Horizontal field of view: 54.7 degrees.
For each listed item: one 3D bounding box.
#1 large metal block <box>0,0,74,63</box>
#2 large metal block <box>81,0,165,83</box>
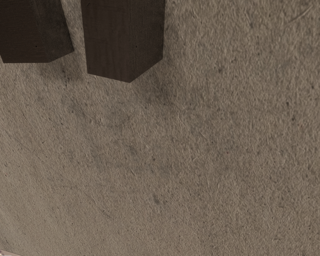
[{"bbox_3d":[-0.168,-0.130,0.397,0.080,0.050,0.079,5,121,25],"label":"large metal block"},{"bbox_3d":[-0.035,-0.103,0.324,0.050,0.080,0.079,15,125,19],"label":"large metal block"}]
